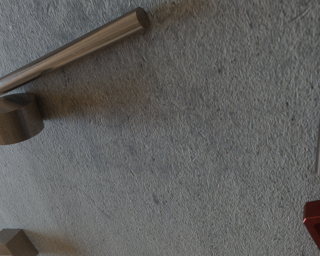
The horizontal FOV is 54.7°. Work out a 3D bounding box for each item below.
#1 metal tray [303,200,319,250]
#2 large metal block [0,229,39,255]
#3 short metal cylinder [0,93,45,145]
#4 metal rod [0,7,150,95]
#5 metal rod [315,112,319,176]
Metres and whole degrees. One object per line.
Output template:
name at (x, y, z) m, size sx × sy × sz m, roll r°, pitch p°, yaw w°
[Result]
metal tray at (0.240, 0.138, 0.362) m, size 0.090 × 0.030 × 0.130 m, roll -24°, pitch 106°, yaw 36°
large metal block at (-0.360, 0.295, 0.759) m, size 0.080 × 0.050 × 0.080 m, roll -12°, pitch 113°, yaw 32°
short metal cylinder at (-0.227, -0.016, 0.478) m, size 0.080 × 0.080 × 0.050 m, roll 6°, pitch 121°, yaw 24°
metal rod at (-0.141, -0.092, 0.421) m, size 0.300 × 0.025 × 0.025 m, roll -13°, pitch 112°, yaw 33°
metal rod at (0.160, -0.082, 0.271) m, size 0.025 × 0.025 × 0.298 m, roll 4°, pitch 121°, yaw 26°
